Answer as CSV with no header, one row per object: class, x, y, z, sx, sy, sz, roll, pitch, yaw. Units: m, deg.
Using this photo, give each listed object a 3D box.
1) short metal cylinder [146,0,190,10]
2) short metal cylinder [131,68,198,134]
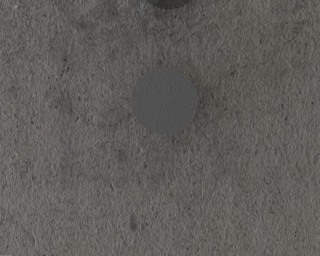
short metal cylinder,0.011,-0.201,0.397,0.081,0.050,0.080,0,90,0
short metal cylinder,0.006,-0.033,0.397,0.081,0.050,0.080,0,90,0
